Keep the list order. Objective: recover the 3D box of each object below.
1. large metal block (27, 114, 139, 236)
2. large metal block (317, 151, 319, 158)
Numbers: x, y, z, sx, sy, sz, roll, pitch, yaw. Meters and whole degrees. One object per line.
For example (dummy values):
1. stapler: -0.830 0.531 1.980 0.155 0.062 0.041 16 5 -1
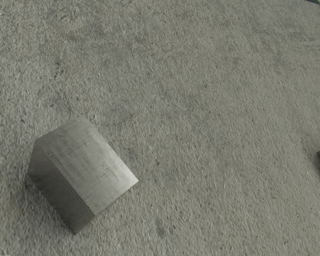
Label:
1. large metal block: -0.078 0.047 0.298 0.080 0.080 0.050 50 51 6
2. large metal block: 0.332 0.061 0.529 0.081 0.050 0.080 -8 66 -32
